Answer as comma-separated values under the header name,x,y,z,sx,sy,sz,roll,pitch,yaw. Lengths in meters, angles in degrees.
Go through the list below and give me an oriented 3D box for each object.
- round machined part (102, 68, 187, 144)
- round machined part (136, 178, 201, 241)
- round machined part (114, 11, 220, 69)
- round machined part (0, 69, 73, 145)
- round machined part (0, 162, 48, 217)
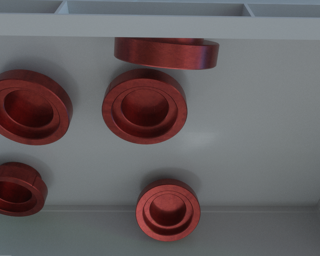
name,x,y,z,sx,sy,sz,roll,pitch,yaw
round machined part,-0.018,-0.029,0.372,0.099,0.042,0.097,0,130,0
round machined part,0.012,0.124,0.488,0.099,0.042,0.097,0,105,-1
round machined part,0.007,-0.085,0.293,0.099,0.098,0.042,4,110,-4
round machined part,-0.155,-0.028,0.372,0.099,0.042,0.097,0,130,0
round machined part,-0.221,0.089,0.472,0.099,0.042,0.097,0,130,0
